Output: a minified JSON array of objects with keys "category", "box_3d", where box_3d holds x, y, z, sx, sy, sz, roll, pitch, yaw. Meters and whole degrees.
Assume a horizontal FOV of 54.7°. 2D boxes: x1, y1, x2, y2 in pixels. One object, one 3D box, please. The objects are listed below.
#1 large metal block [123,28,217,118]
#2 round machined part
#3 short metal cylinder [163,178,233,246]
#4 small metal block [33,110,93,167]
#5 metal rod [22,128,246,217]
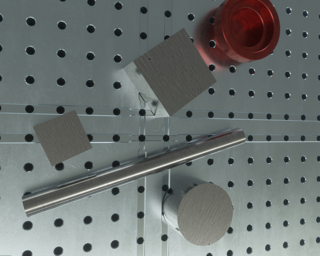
[{"category":"large metal block","box_3d":[0.012,-0.069,0.405,0.080,0.050,0.080,-38,103,-16]},{"category":"round machined part","box_3d":[0.121,-0.144,0.450,0.099,0.042,0.097,0,90,-21]},{"category":"short metal cylinder","box_3d":[0.050,0.111,0.419,0.081,0.050,0.079,0,90,-21]},{"category":"small metal block","box_3d":[-0.116,0.011,0.370,0.050,0.025,0.050,-25,99,-19]},{"category":"metal rod","box_3d":[-0.018,0.051,0.406,0.302,0.025,0.025,-16,96,-20]}]
